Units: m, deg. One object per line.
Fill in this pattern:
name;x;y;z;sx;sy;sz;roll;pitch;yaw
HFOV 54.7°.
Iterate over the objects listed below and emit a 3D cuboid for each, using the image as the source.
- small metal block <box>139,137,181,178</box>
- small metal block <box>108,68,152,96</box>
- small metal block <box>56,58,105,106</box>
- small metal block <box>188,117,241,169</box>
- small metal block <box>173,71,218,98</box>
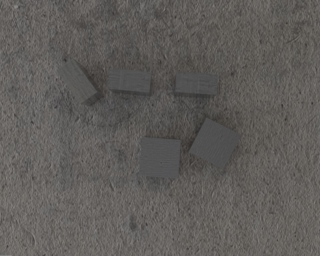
small metal block;0.000;0.038;0.410;0.050;0.025;0.050;4;90;0
small metal block;-0.037;-0.057;0.397;0.050;0.050;0.025;6;90;0
small metal block;-0.100;-0.057;0.396;0.025;0.050;0.050;-36;90;0
small metal block;0.071;0.020;0.410;0.050;0.025;0.050;27;90;0
small metal block;0.044;-0.054;0.398;0.050;0.050;0.025;4;90;0
